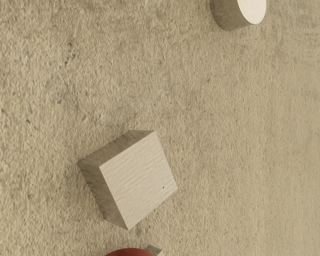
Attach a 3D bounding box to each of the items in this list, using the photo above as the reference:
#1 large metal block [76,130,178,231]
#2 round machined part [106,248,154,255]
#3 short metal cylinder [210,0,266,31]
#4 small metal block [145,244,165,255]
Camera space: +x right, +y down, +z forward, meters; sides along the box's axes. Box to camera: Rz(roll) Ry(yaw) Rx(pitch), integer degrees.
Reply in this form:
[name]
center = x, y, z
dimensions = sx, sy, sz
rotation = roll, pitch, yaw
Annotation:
[large metal block]
center = -0.036, 0.056, 0.361
dimensions = 0.081, 0.050, 0.080
rotation = -33, 111, -35
[round machined part]
center = -0.036, 0.189, 0.343
dimensions = 0.099, 0.042, 0.097
rotation = -4, 101, -17
[short metal cylinder]
center = 0.126, -0.201, 0.496
dimensions = 0.081, 0.050, 0.079
rotation = 0, 90, -40
[small metal block]
center = -0.012, 0.189, 0.397
dimensions = 0.050, 0.025, 0.050
rotation = -39, 114, -34
